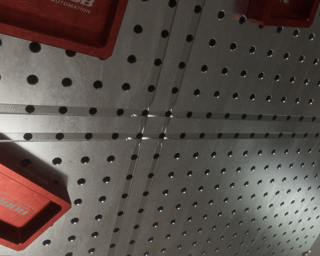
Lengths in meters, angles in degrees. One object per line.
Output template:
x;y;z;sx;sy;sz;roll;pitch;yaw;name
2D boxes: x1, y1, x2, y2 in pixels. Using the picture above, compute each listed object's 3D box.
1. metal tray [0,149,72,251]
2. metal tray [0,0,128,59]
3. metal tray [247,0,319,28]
-0.182;0.084;0.361;0.090;0.030;0.130;-42;130;0;metal tray
-0.097;-0.122;0.279;0.131;0.030;0.089;8;115;-32;metal tray
0.166;-0.194;0.380;0.091;0.030;0.129;-7;122;-25;metal tray
